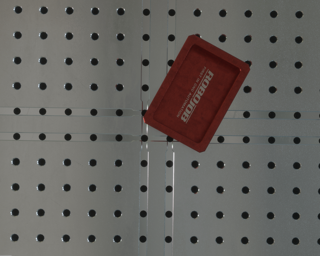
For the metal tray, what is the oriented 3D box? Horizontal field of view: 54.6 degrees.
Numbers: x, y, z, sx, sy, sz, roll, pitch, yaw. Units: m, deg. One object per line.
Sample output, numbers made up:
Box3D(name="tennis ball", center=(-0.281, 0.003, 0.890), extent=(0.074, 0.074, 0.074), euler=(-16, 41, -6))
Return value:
Box3D(name="metal tray", center=(0.047, -0.044, 0.411), extent=(0.090, 0.030, 0.130), euler=(29, 90, 0))
